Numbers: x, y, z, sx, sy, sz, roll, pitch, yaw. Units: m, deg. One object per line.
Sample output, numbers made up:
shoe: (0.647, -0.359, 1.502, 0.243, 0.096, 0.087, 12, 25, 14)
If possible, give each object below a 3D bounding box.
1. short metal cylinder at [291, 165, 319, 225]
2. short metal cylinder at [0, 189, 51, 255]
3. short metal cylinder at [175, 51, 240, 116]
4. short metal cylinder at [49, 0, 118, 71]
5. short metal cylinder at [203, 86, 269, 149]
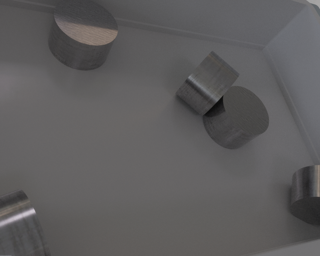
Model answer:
short metal cylinder: (0.228, 0.096, 0.434, 0.080, 0.080, 0.050, 29, 52, -10)
short metal cylinder: (-0.125, 0.095, 0.245, 0.050, 0.080, 0.080, -18, 72, -35)
short metal cylinder: (0.068, -0.063, 0.445, 0.050, 0.080, 0.080, 41, 51, 0)
short metal cylinder: (-0.102, -0.124, 0.410, 0.081, 0.050, 0.080, 14, 56, -21)
short metal cylinder: (0.112, -0.015, 0.458, 0.081, 0.050, 0.080, 14, 57, -22)
